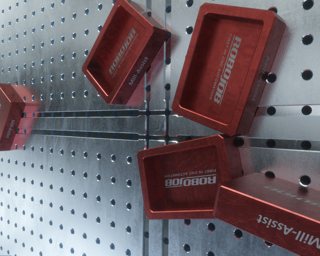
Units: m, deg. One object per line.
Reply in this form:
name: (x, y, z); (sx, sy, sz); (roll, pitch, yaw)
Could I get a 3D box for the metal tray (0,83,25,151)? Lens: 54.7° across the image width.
metal tray: (-0.351, -0.023, 0.691); (0.090, 0.030, 0.129); (42, 115, 31)

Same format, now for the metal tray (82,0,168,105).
metal tray: (-0.056, -0.109, 0.449); (0.090, 0.030, 0.129); (50, 119, 28)

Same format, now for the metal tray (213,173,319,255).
metal tray: (0.124, 0.076, 0.264); (0.130, 0.091, 0.030); (15, 100, 38)

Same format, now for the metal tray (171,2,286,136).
metal tray: (0.071, -0.066, 0.345); (0.090, 0.030, 0.129); (25, 106, 37)

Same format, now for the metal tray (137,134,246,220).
metal tray: (0.034, 0.062, 0.376); (0.130, 0.030, 0.090); (-14, 81, 38)
